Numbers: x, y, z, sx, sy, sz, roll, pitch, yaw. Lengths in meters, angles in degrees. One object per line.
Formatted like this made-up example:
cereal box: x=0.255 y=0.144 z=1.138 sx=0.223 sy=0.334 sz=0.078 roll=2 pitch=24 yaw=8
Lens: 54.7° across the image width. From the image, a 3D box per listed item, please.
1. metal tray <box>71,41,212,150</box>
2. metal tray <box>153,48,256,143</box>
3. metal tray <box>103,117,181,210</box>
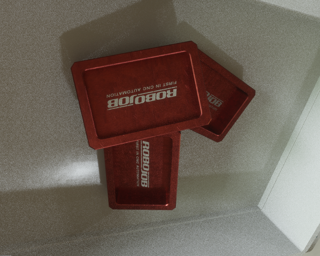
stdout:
metal tray: x=-0.018 y=-0.035 z=0.331 sx=0.131 sy=0.030 sz=0.089 roll=-13 pitch=95 yaw=-8
metal tray: x=0.057 y=-0.042 z=0.410 sx=0.131 sy=0.030 sz=0.090 roll=24 pitch=105 yaw=-37
metal tray: x=-0.022 y=0.049 z=0.399 sx=0.091 sy=0.030 sz=0.129 roll=1 pitch=122 yaw=-1
